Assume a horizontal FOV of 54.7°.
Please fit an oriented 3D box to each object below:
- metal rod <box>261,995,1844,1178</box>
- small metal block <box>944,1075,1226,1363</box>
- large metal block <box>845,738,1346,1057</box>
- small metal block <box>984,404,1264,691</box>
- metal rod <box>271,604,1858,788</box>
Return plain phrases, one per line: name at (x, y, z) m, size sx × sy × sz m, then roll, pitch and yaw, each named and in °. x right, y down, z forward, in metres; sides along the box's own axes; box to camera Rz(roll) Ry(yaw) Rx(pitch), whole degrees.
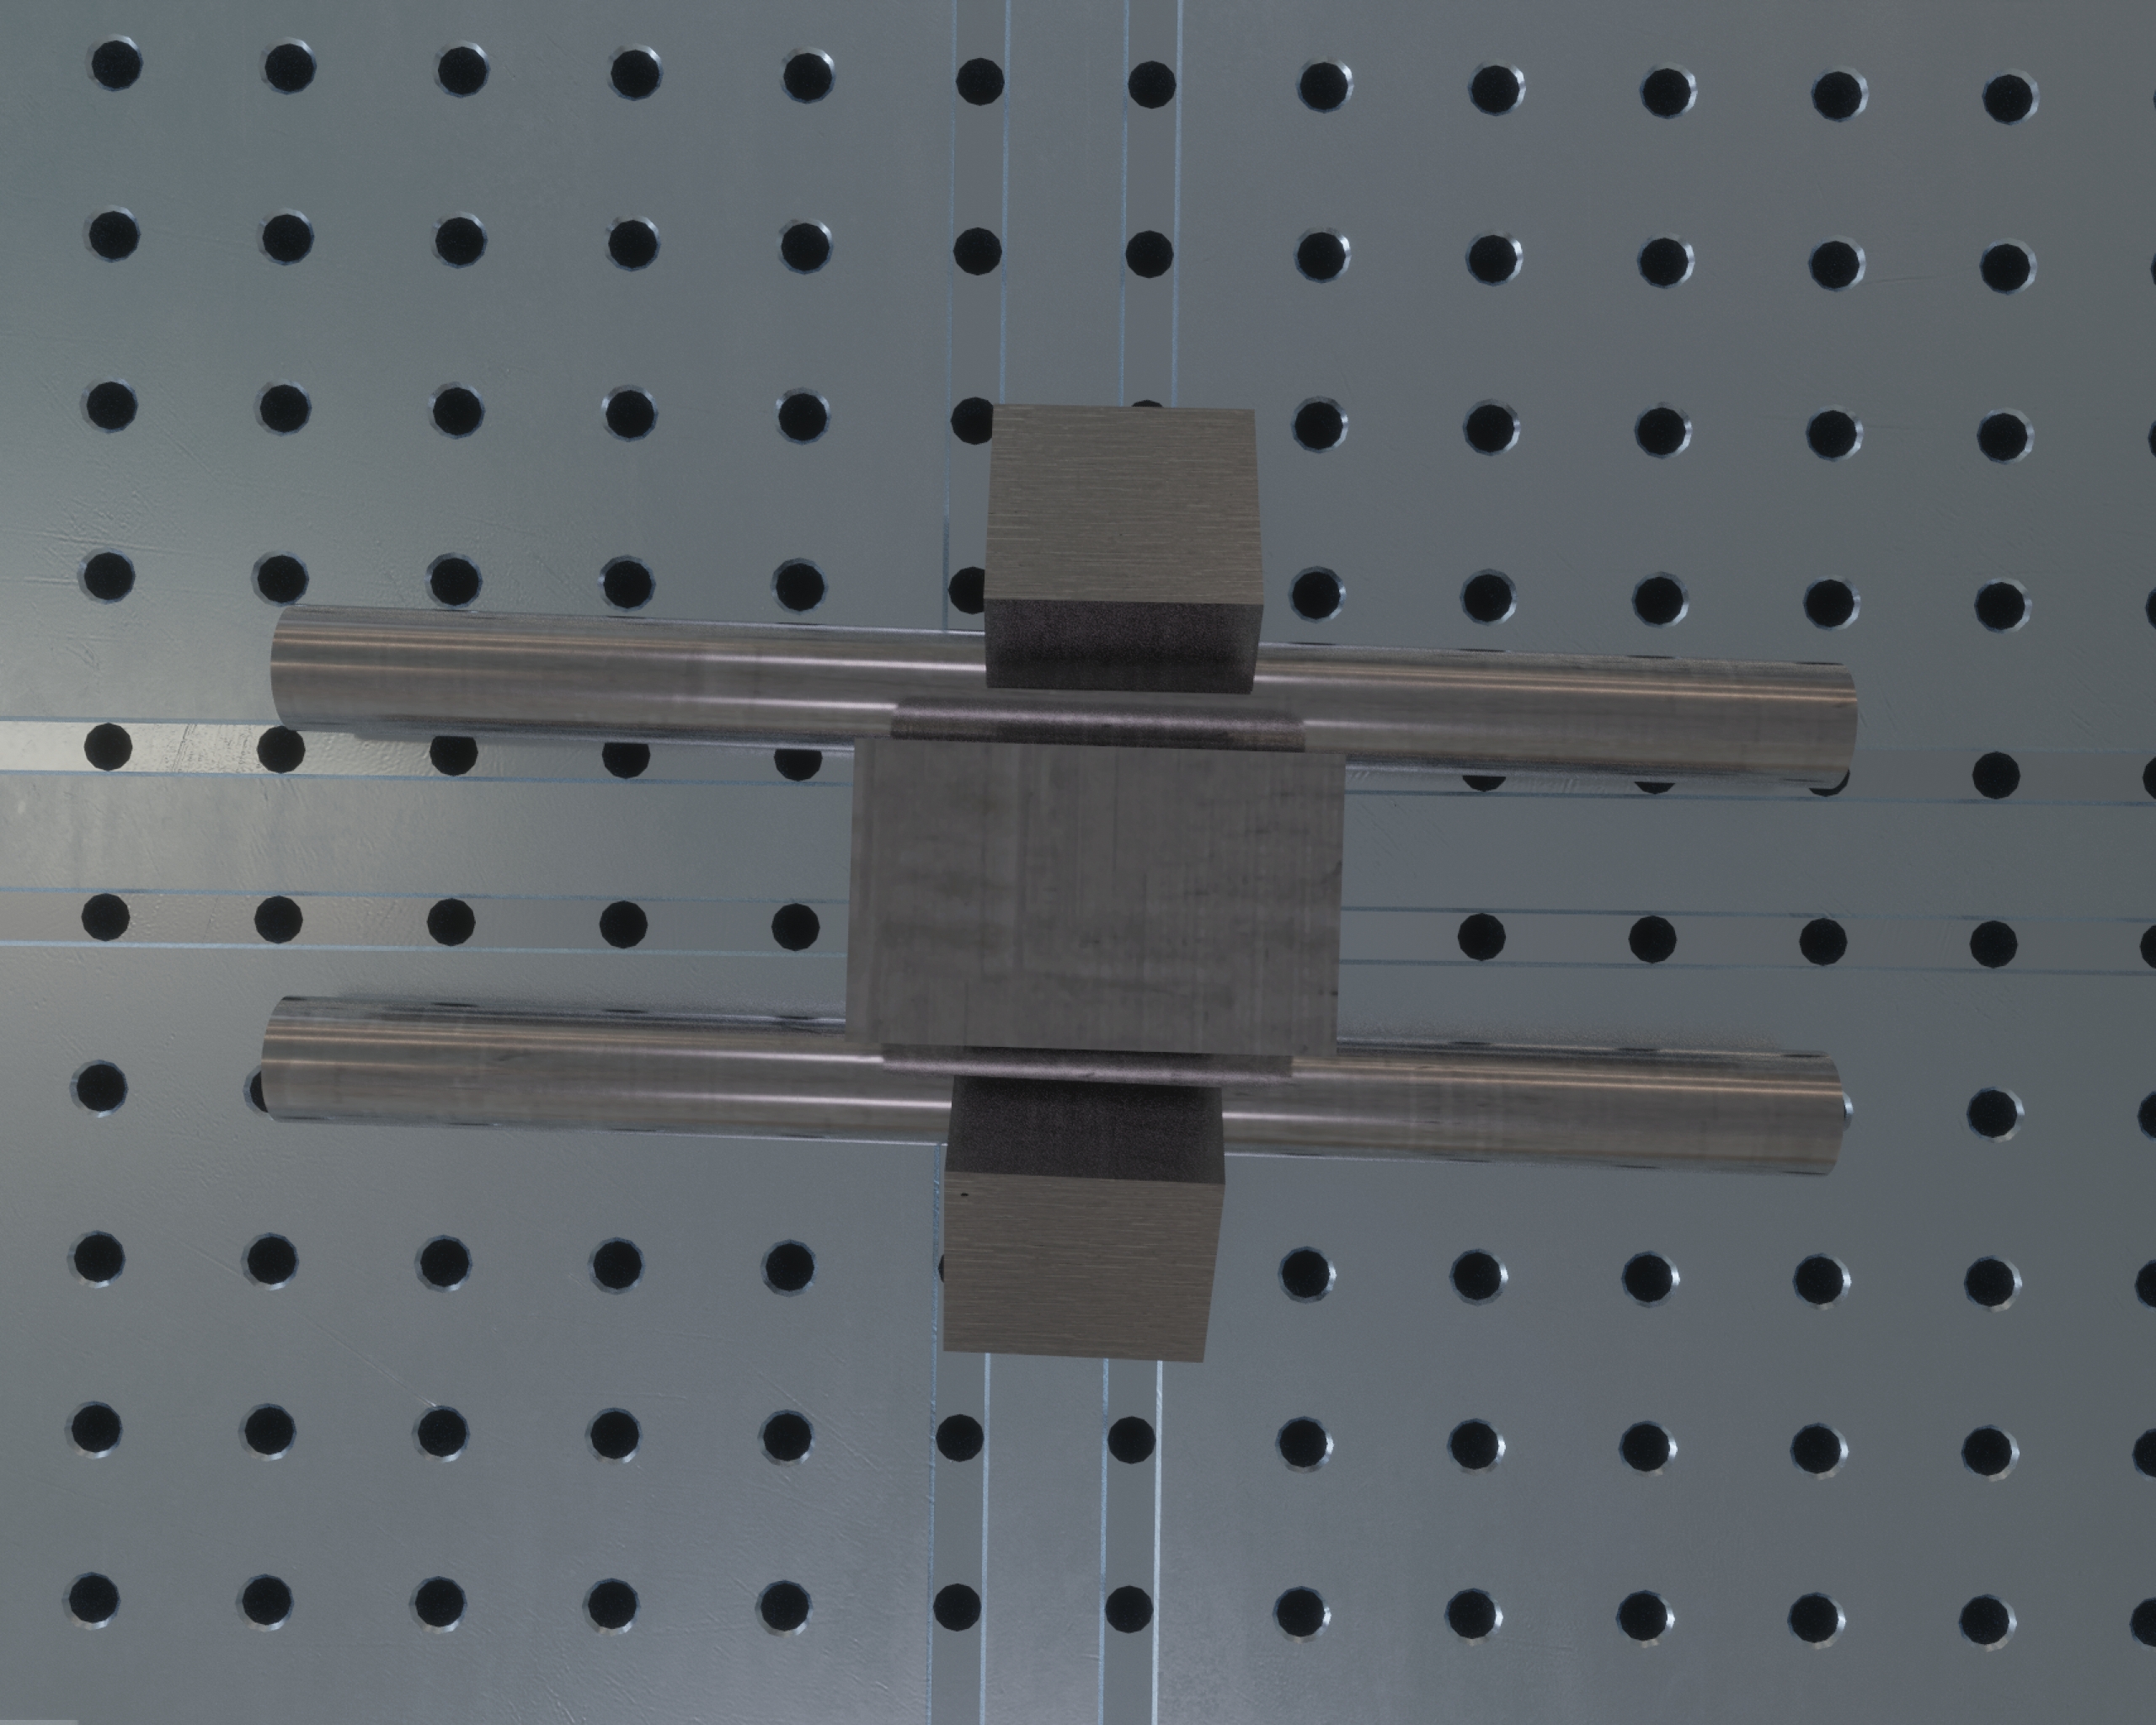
metal rod at (-0.004, 0.044, 0.410) m, size 0.302 × 0.025 × 0.025 m, roll 2°, pitch 90°, yaw -1°
small metal block at (0.001, 0.068, 0.398) m, size 0.050 × 0.025 × 0.050 m, roll 3°, pitch 128°, yaw -1°
large metal block at (0.003, 0.006, 0.381) m, size 0.081 × 0.080 × 0.050 m, roll 2°, pitch 90°, yaw 0°
small metal block at (0.008, -0.060, 0.398) m, size 0.050 × 0.025 × 0.050 m, roll 1°, pitch 56°, yaw -1°
metal rod at (-0.002, -0.032, 0.409) m, size 0.302 × 0.025 × 0.025 m, roll 2°, pitch 90°, yaw -1°
